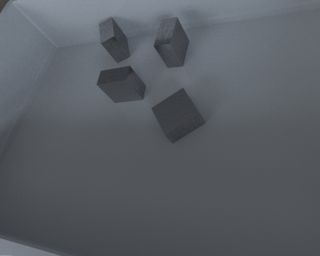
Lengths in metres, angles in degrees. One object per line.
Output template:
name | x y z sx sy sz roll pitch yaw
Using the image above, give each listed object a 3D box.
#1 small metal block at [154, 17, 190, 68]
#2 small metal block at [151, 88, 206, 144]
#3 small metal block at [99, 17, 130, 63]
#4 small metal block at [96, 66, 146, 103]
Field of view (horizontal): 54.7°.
small metal block | 0.018 -0.125 0.457 0.025 0.050 0.050 0 62 29
small metal block | 0.023 -0.016 0.404 0.050 0.025 0.050 -32 52 7
small metal block | -0.076 -0.147 0.520 0.025 0.050 0.050 -22 54 15
small metal block | -0.056 -0.063 0.458 0.050 0.050 0.025 -4 60 26
